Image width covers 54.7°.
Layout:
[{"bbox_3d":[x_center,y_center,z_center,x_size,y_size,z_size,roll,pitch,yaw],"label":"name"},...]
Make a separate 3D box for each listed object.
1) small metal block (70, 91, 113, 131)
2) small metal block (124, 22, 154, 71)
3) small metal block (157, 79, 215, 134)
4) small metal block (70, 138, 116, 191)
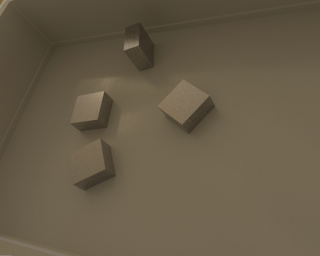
[{"bbox_3d":[-0.104,-0.025,0.474,0.050,0.025,0.050,-7,59,24],"label":"small metal block"},{"bbox_3d":[-0.031,-0.126,0.482,0.025,0.050,0.050,-13,56,21],"label":"small metal block"},{"bbox_3d":[0.034,-0.029,0.404,0.050,0.025,0.050,-47,52,-5],"label":"small metal block"},{"bbox_3d":[-0.092,0.050,0.422,0.050,0.025,0.050,-26,53,11],"label":"small metal block"}]
